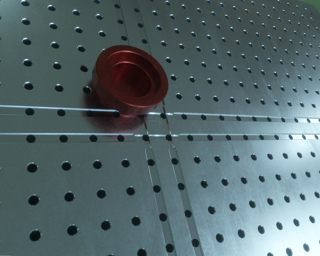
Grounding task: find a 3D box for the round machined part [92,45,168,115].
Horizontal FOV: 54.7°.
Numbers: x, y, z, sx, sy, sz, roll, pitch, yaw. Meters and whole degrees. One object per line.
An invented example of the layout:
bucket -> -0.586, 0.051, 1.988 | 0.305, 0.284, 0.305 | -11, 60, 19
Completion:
round machined part -> -0.042, -0.059, 0.412 | 0.099, 0.042, 0.098 | 14, 56, -21
